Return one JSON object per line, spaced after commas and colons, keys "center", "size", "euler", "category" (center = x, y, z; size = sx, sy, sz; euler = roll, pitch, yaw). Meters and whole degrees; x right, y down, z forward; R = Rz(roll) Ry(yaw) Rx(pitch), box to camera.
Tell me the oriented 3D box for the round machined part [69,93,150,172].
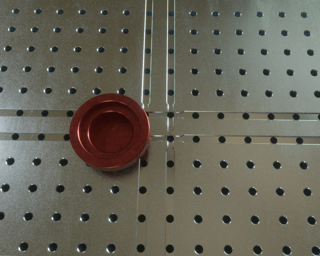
{"center": [-0.062, 0.008, 0.400], "size": [0.099, 0.042, 0.098], "euler": [0, 70, 0], "category": "round machined part"}
